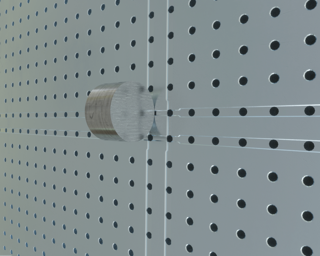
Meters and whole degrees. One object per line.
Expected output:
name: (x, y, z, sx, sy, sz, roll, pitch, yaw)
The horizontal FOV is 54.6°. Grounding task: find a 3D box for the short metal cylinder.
short metal cylinder: (-0.053, -0.022, 0.418, 0.050, 0.081, 0.080, 1, 91, 40)
